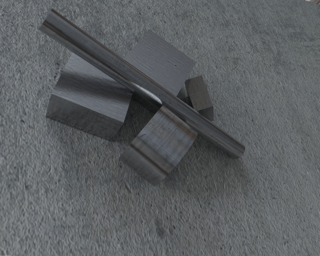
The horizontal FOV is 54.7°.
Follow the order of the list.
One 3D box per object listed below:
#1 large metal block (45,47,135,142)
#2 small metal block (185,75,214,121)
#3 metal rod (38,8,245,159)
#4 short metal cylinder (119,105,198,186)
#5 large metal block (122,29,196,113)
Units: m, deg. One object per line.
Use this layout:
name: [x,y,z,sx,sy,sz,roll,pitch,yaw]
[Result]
large metal block: [-0.079,-0.041,0.371,0.080,0.050,0.080,23,53,-15]
small metal block: [0.056,-0.038,0.440,0.025,0.050,0.050,-17,67,4]
metal rod: [0.000,-0.037,0.375,0.301,0.025,0.025,32,50,-28]
short metal cylinder: [-0.002,0.020,0.356,0.050,0.080,0.080,40,51,-2]
large metal block: [-0.008,-0.076,0.428,0.080,0.050,0.080,34,51,-6]
